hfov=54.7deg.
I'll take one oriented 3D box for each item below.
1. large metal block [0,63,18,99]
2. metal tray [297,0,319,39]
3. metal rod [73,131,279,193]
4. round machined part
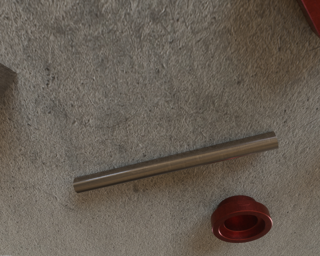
[{"bbox_3d":[-0.225,-0.046,0.348,0.080,0.050,0.080,35,122,-26],"label":"large metal block"},{"bbox_3d":[0.161,-0.153,0.275,0.090,0.030,0.130,-32,124,24],"label":"metal tray"},{"bbox_3d":[0.015,0.053,0.452,0.301,0.025,0.025,-14,129,11],"label":"metal rod"},{"bbox_3d":[0.136,0.152,0.528,0.099,0.042,0.097,-1,130,0],"label":"round machined part"}]
